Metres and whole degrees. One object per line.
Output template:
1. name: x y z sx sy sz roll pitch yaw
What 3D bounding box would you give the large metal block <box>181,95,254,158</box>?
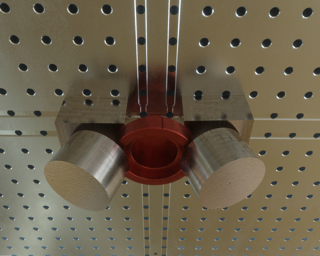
1. large metal block: 0.068 0.005 0.400 0.080 0.050 0.079 -1 130 0

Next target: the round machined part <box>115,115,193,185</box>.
1. round machined part: -0.007 0.023 0.381 0.099 0.042 0.097 0 130 0

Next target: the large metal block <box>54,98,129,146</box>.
1. large metal block: -0.082 0.008 0.401 0.081 0.050 0.079 0 130 -1

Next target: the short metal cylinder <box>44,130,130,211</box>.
1. short metal cylinder: -0.082 0.049 0.353 0.080 0.050 0.079 14 133 16

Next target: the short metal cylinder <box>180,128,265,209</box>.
1. short metal cylinder: 0.070 0.046 0.352 0.081 0.050 0.079 -13 132 -15
